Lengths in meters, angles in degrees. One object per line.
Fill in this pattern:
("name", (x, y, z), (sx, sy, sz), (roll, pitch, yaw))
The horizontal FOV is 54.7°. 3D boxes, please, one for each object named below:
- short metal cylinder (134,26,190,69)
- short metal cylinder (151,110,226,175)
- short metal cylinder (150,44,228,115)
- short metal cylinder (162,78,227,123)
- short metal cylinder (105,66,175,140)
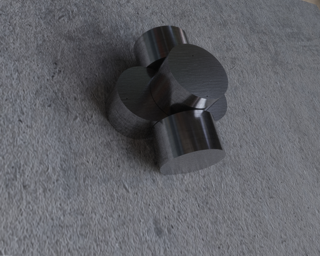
("short metal cylinder", (0.007, -0.096, 0.434), (0.081, 0.080, 0.050), (0, 62, -29))
("short metal cylinder", (0.034, 0.020, 0.378), (0.081, 0.080, 0.050), (0, 62, -29))
("short metal cylinder", (0.035, -0.055, 0.378), (0.081, 0.050, 0.080), (14, 56, -21))
("short metal cylinder", (0.046, -0.032, 0.435), (0.081, 0.050, 0.080), (14, 56, -21))
("short metal cylinder", (-0.024, -0.031, 0.396), (0.081, 0.050, 0.080), (14, 56, -21))
